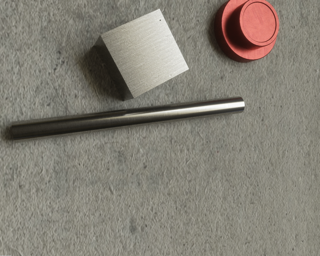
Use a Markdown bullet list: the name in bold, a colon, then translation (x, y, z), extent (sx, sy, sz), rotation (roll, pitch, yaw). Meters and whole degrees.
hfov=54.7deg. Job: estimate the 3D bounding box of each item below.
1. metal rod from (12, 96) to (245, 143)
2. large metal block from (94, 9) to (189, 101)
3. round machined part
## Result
- **metal rod**: translation (-0.024, -0.015, 0.400), extent (0.303, 0.025, 0.025), rotation (-8, 93, -20)
- **large metal block**: translation (-0.024, -0.089, 0.388), extent (0.080, 0.050, 0.080), rotation (-31, 100, -18)
- **round machined part**: translation (0.132, -0.148, 0.450), extent (0.099, 0.042, 0.097), rotation (0, 90, -21)
